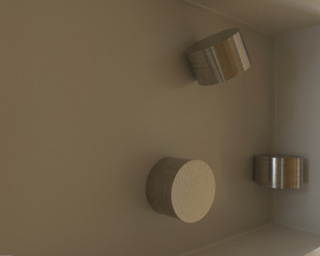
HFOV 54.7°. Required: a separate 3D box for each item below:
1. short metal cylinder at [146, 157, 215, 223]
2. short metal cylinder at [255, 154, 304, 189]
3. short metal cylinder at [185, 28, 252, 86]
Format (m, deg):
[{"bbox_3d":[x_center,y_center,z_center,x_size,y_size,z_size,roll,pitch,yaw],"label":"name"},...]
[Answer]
[{"bbox_3d":[0.028,0.080,0.414,0.081,0.050,0.080,0,90,-40],"label":"short metal cylinder"},{"bbox_3d":[0.209,0.074,0.546,0.081,0.080,0.050,1,90,-40],"label":"short metal cylinder"},{"bbox_3d":[0.082,-0.101,0.439,0.080,0.080,0.050,-41,115,-32],"label":"short metal cylinder"}]
